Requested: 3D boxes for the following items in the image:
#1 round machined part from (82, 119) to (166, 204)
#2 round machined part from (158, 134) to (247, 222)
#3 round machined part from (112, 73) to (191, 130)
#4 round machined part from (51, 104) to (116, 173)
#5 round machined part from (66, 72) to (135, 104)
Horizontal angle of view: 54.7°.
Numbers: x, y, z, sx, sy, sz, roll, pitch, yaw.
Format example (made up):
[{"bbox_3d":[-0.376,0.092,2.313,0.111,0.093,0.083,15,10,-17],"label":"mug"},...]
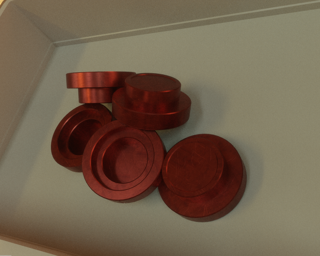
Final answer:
[{"bbox_3d":[-0.039,0.041,0.372,0.098,0.042,0.098,-5,67,12],"label":"round machined part"},{"bbox_3d":[0.041,0.049,0.340,0.098,0.042,0.098,-13,56,20],"label":"round machined part"},{"bbox_3d":[-0.010,-0.039,0.385,0.099,0.042,0.098,4,27,-2],"label":"round machined part"},{"bbox_3d":[-0.098,0.017,0.431,0.098,0.042,0.098,-13,56,20],"label":"round machined part"},{"bbox_3d":[-0.083,-0.058,0.447,0.098,0.099,0.042,3,99,29],"label":"round machined part"}]
